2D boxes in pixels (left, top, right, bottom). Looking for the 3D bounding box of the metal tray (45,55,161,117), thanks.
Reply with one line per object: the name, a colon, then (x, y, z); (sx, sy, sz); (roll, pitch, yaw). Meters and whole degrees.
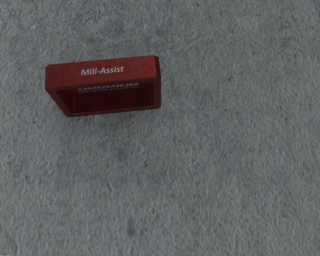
metal tray: (-0.065, -0.049, 0.391); (0.131, 0.090, 0.030); (-6, 70, -2)
